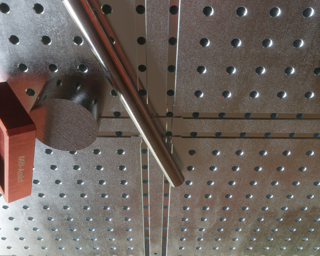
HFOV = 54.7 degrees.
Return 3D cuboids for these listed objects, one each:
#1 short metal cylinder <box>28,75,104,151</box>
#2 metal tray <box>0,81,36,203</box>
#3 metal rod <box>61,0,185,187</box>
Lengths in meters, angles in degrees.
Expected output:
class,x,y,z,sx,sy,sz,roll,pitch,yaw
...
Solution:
class,x,y,z,sx,sy,sz,roll,pitch,yaw
short metal cylinder,-0.112,-0.018,0.379,0.081,0.050,0.079,0,130,0
metal tray,-0.191,0.020,0.384,0.030,0.090,0.129,-18,143,-40
metal rod,-0.029,-0.024,0.390,0.025,0.025,0.299,-17,128,14
